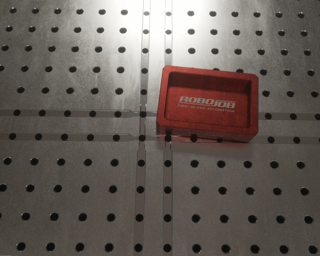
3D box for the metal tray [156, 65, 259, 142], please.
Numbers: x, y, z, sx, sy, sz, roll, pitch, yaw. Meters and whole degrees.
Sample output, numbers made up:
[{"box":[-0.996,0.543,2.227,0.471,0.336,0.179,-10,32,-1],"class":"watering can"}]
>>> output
[{"box":[0.064,-0.033,0.421,0.131,0.030,0.090,6,70,2],"class":"metal tray"}]
